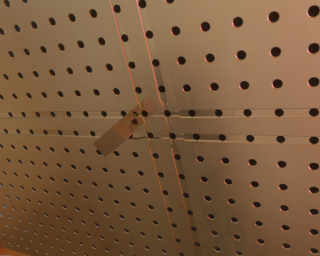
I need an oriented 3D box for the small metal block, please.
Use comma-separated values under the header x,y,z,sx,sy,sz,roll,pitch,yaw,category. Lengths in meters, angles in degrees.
x,y,z,sx,sy,sz,roll,pitch,yaw,category
-0.058,0.008,0.431,0.025,0.050,0.050,49,129,-6,small metal block
